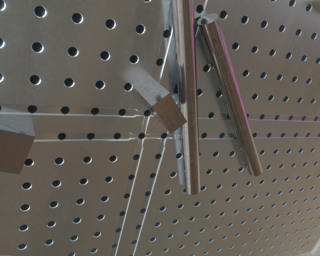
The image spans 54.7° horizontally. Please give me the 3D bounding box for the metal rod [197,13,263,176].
[{"bbox_3d":[0.113,-0.026,0.456,0.025,0.025,0.299,-34,129,-6],"label":"metal rod"}]

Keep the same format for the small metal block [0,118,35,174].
[{"bbox_3d":[-0.169,0.019,0.331,0.050,0.025,0.050,16,110,-35],"label":"small metal block"}]

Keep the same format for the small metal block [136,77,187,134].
[{"bbox_3d":[0.002,-0.028,0.379,0.025,0.050,0.050,-37,129,-3],"label":"small metal block"}]

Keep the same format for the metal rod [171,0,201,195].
[{"bbox_3d":[0.038,-0.023,0.417,0.025,0.025,0.298,-19,126,-17],"label":"metal rod"}]
